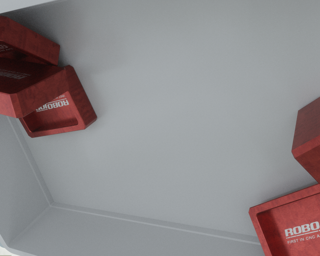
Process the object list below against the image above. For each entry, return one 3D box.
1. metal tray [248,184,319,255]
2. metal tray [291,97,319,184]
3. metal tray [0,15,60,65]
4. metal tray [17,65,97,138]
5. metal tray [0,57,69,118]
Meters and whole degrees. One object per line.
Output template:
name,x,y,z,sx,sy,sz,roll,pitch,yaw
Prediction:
metal tray,0.170,0.115,0.345,0.129,0.030,0.090,-41,59,46
metal tray,0.184,0.039,0.293,0.130,0.090,0.030,45,129,-3
metal tray,-0.213,-0.105,0.415,0.130,0.090,0.030,-1,80,28
metal tray,-0.169,-0.036,0.471,0.130,0.030,0.090,-8,115,31
metal tray,-0.197,-0.057,0.395,0.130,0.090,0.030,13,124,21
